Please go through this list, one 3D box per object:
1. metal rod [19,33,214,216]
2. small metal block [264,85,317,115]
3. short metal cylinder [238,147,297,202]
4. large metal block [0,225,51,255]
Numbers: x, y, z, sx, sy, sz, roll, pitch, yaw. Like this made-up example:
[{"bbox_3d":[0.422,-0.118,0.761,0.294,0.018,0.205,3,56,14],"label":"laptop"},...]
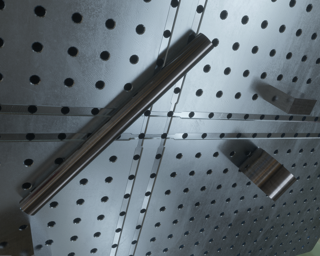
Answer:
[{"bbox_3d":[-0.053,-0.004,0.379,0.300,0.025,0.025,-43,129,1],"label":"metal rod"},{"bbox_3d":[0.201,-0.043,0.478,0.050,0.050,0.025,1,118,-29],"label":"small metal block"},{"bbox_3d":[0.179,0.077,0.521,0.050,0.080,0.080,-48,129,5],"label":"short metal cylinder"},{"bbox_3d":[-0.192,0.187,0.406,0.081,0.050,0.080,-23,127,-15],"label":"large metal block"}]
